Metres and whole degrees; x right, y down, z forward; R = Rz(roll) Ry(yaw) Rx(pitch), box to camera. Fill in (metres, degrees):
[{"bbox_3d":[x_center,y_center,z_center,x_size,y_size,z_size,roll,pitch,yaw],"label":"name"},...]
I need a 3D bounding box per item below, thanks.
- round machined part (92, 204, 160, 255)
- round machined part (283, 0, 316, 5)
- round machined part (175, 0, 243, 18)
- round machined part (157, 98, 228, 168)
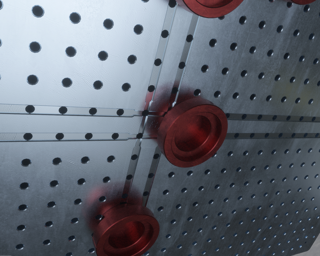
[{"bbox_3d":[-0.054,0.154,0.468,0.099,0.042,0.097,-14,125,-21],"label":"round machined part"},{"bbox_3d":[0.191,-0.203,0.382,0.099,0.042,0.097,-14,125,-21],"label":"round machined part"},{"bbox_3d":[0.050,-0.169,0.324,0.099,0.042,0.097,-14,125,-21],"label":"round machined part"},{"bbox_3d":[0.040,0.003,0.426,0.099,0.042,0.097,-14,125,-21],"label":"round machined part"}]
